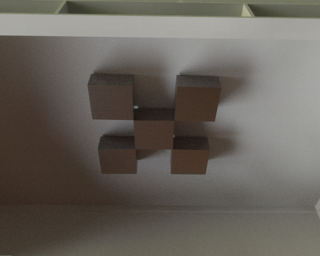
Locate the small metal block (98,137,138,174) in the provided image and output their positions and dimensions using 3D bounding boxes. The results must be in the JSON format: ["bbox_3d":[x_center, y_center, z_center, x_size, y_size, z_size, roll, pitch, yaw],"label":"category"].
[{"bbox_3d":[-0.058,0.039,0.439,0.050,0.025,0.050,0,130,-1],"label":"small metal block"}]

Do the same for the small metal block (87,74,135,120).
[{"bbox_3d":[-0.057,-0.037,0.374,0.050,0.025,0.050,1,130,-1],"label":"small metal block"}]

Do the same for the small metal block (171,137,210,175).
[{"bbox_3d":[0.041,0.040,0.440,0.050,0.025,0.050,1,130,-1],"label":"small metal block"}]

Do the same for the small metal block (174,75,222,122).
[{"bbox_3d":[0.044,-0.035,0.376,0.050,0.025,0.050,2,130,-2],"label":"small metal block"}]

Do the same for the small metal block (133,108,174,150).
[{"bbox_3d":[-0.008,0.002,0.407,0.050,0.025,0.050,0,130,-1],"label":"small metal block"}]
